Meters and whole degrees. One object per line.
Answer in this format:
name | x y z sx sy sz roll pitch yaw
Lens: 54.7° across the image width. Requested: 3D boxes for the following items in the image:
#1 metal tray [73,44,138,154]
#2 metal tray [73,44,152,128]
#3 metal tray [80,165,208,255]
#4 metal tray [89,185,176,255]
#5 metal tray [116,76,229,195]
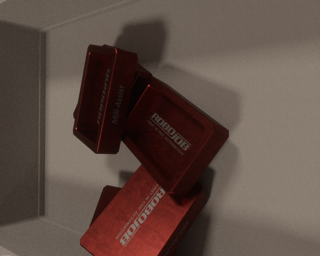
metal tray | -0.076 -0.040 0.409 0.090 0.030 0.129 26 107 52
metal tray | -0.075 -0.046 0.462 0.090 0.030 0.129 43 115 31
metal tray | -0.017 0.106 0.360 0.090 0.030 0.130 22 60 34
metal tray | -0.036 0.130 0.407 0.130 0.030 0.090 1 65 39
metal tray | 0.008 0.005 0.370 0.090 0.030 0.130 -56 47 11
